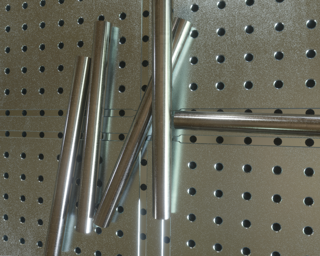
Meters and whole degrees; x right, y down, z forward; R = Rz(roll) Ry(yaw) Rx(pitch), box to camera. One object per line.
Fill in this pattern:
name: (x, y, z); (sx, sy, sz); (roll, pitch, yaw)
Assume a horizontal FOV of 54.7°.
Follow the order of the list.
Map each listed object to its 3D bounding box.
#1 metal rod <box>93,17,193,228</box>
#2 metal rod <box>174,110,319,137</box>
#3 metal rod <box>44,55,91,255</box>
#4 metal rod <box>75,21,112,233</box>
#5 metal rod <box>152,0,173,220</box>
metal rod: (-0.026, -0.002, 0.420); (0.025, 0.025, 0.298); (25, 98, 18)
metal rod: (0.164, -0.003, 0.354); (0.301, 0.025, 0.025); (3, 91, 19)
metal rod: (-0.136, 0.044, 0.458); (0.025, 0.025, 0.298); (12, 94, 19)
metal rod: (-0.095, 0.000, 0.444); (0.025, 0.025, 0.298); (6, 92, 19)
metal rod: (0.002, -0.031, 0.390); (0.025, 0.025, 0.298); (3, 99, 19)
